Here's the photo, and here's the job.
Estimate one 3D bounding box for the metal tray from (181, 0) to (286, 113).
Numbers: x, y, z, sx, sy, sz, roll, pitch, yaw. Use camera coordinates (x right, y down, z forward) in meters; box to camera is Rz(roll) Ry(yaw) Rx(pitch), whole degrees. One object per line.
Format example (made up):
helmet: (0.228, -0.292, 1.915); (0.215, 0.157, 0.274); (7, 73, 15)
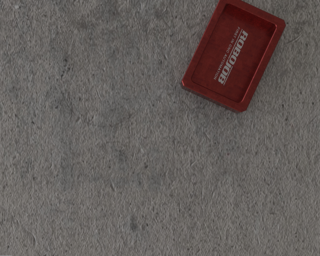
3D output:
metal tray: (0.094, -0.095, 0.407); (0.090, 0.030, 0.130); (25, 90, 0)
